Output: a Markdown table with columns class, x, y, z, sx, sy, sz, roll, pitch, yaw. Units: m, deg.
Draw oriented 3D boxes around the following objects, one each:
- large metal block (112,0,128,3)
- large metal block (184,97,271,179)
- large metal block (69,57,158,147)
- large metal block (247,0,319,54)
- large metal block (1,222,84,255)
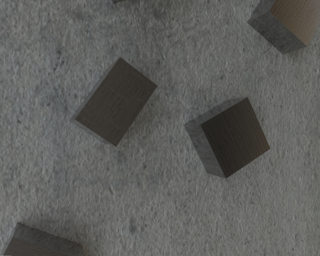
| class | x | y | z | sx | sy | sz | roll | pitch | yaw |
| --- | --- | --- | --- | --- | --- | --- | --- | --- | --- |
| large metal block | -0.019 | -0.198 | 0.373 | 0.081 | 0.080 | 0.050 | -21 | 98 | -19 |
| large metal block | 0.093 | 0.012 | 0.432 | 0.080 | 0.050 | 0.080 | -30 | 100 | -18 |
| large metal block | -0.057 | -0.028 | 0.359 | 0.050 | 0.080 | 0.080 | 36 | 78 | -17 |
| large metal block | 0.194 | -0.173 | 0.469 | 0.080 | 0.050 | 0.080 | 34 | 79 | -17 |
| large metal block | -0.141 | 0.163 | 0.344 | 0.080 | 0.050 | 0.080 | 28 | 81 | -18 |
